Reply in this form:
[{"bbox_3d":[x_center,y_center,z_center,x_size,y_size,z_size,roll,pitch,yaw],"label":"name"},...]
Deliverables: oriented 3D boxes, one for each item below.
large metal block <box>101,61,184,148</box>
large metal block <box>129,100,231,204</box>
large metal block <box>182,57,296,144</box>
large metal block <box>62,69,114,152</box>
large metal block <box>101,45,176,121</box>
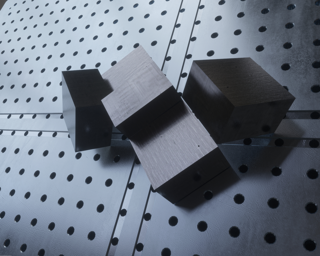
[{"bbox_3d":[-0.013,-0.023,0.394,0.080,0.080,0.050,-36,52,4],"label":"large metal block"},{"bbox_3d":[0.022,0.028,0.364,0.080,0.050,0.080,-35,50,5],"label":"large metal block"},{"bbox_3d":[0.083,-0.034,0.343,0.081,0.050,0.080,-9,47,-26],"label":"large metal block"},{"bbox_3d":[-0.103,-0.026,0.435,0.050,0.079,0.080,-10,47,-25],"label":"large metal block"},{"bbox_3d":[-0.032,-0.059,0.446,0.080,0.050,0.080,-37,52,5],"label":"large metal block"}]
